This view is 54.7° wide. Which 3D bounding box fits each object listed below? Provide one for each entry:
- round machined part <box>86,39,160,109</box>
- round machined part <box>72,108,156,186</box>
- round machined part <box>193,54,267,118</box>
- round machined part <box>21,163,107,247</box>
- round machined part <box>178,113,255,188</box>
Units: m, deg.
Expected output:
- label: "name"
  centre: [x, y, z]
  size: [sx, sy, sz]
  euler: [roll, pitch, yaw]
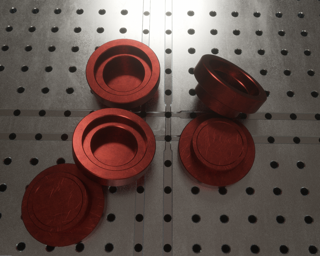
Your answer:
- label: "round machined part"
  centre: [-0.049, -0.070, 0.428]
  size: [0.099, 0.042, 0.098]
  euler: [0, 70, -1]
- label: "round machined part"
  centre: [-0.058, 0.026, 0.382]
  size: [0.099, 0.042, 0.098]
  euler: [7, 56, -11]
- label: "round machined part"
  centre: [0.085, -0.051, 0.405]
  size: [0.099, 0.042, 0.098]
  euler: [23, 33, -16]
- label: "round machined part"
  centre: [-0.116, 0.090, 0.369]
  size: [0.099, 0.042, 0.098]
  euler: [0, 70, -1]
- label: "round machined part"
  centre: [0.073, 0.025, 0.394]
  size: [0.099, 0.042, 0.098]
  euler: [0, 70, -1]
